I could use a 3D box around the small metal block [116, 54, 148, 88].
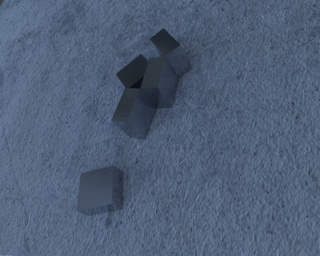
[{"bbox_3d":[-0.032,-0.077,0.465,0.050,0.025,0.050,-39,45,2],"label":"small metal block"}]

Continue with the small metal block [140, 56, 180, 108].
[{"bbox_3d":[0.002,-0.062,0.425,0.025,0.050,0.050,-1,62,28],"label":"small metal block"}]

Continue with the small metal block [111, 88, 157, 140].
[{"bbox_3d":[-0.033,-0.019,0.417,0.025,0.050,0.050,6,65,31],"label":"small metal block"}]

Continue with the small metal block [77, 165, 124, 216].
[{"bbox_3d":[-0.075,0.080,0.394,0.050,0.025,0.050,-15,55,19],"label":"small metal block"}]

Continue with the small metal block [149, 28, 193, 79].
[{"bbox_3d":[0.016,-0.107,0.445,0.025,0.050,0.050,-37,51,3],"label":"small metal block"}]
